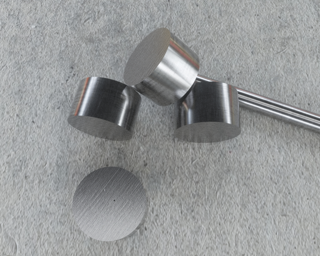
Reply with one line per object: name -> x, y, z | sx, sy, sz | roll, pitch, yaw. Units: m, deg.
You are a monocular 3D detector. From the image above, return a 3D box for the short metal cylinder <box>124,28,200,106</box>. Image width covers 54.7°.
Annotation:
short metal cylinder -> 0.001, -0.073, 0.377 | 0.050, 0.080, 0.080 | 32, 67, -34

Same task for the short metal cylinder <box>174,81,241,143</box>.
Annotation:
short metal cylinder -> 0.058, -0.017, 0.385 | 0.081, 0.080, 0.050 | 1, 70, 0

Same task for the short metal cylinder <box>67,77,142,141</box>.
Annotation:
short metal cylinder -> -0.068, -0.021, 0.386 | 0.080, 0.080, 0.050 | 11, 71, 4

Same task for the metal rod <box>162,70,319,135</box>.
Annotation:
metal rod -> 0.139, -0.031, 0.420 | 0.301, 0.025, 0.025 | 20, 71, 7

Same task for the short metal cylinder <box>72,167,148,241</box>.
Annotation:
short metal cylinder -> -0.055, 0.090, 0.362 | 0.081, 0.050, 0.080 | 0, 70, 0
